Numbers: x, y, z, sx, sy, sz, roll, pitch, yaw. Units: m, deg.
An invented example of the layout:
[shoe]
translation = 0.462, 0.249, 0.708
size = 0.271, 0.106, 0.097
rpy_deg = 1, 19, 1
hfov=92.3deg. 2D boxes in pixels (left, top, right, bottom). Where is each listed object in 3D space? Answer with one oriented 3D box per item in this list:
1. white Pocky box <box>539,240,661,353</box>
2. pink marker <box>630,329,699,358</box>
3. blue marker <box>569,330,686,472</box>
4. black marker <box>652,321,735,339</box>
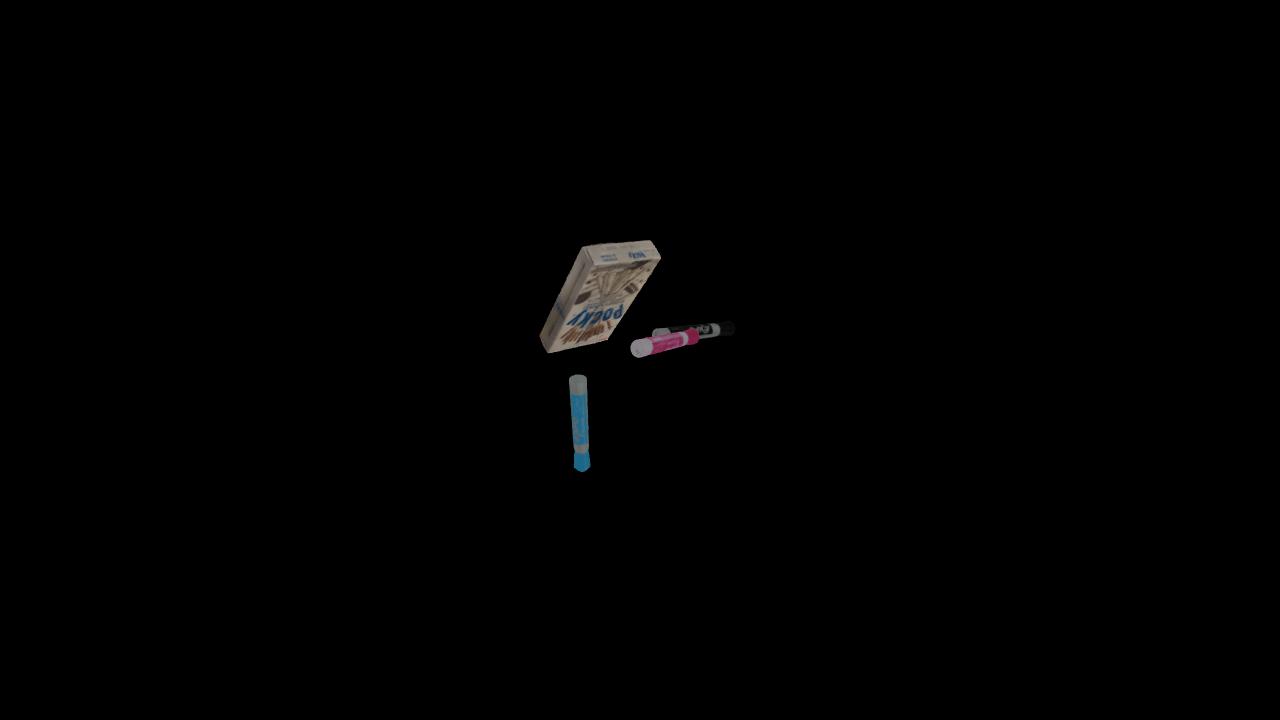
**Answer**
[white Pocky box]
translation = -0.046, -0.065, 0.651
size = 0.084, 0.028, 0.154
rpy_deg = -14, -25, -34
[pink marker]
translation = 0.031, -0.020, 0.674
size = 0.020, 0.020, 0.121
rpy_deg = 0, 8, 34
[blue marker]
translation = -0.065, 0.072, 0.667
size = 0.020, 0.121, 0.020
rpy_deg = 0, 30, 0
[black marker]
translation = 0.068, -0.033, 0.741
size = 0.121, 0.020, 0.020
rpy_deg = -8, 4, -34
